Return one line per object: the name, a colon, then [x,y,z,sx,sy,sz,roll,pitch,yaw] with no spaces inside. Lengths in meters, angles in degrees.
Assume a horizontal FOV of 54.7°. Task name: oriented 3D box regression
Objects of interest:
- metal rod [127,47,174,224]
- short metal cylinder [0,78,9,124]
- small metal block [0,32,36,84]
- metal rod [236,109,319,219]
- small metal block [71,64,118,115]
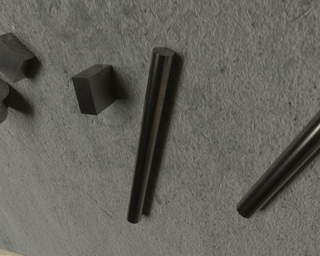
metal rod: [-0.020,0.032,0.437,0.025,0.025,0.298,22,127,15]
short metal cylinder: [-0.287,-0.044,0.495,0.080,0.080,0.050,31,128,8]
small metal block: [-0.219,-0.103,0.458,0.050,0.025,0.050,44,129,-3]
metal rod: [0.164,0.004,0.323,0.025,0.025,0.298,31,129,8]
small metal block: [-0.083,-0.051,0.403,0.025,0.050,0.050,7,122,25]
